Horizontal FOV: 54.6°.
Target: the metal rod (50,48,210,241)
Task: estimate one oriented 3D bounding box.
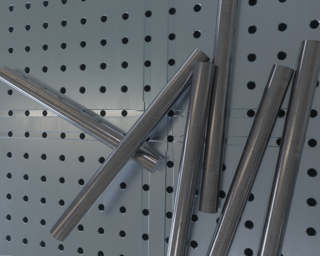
[{"bbox_3d":[-0.040,0.023,0.400,0.025,0.025,0.300,39,92,16],"label":"metal rod"}]

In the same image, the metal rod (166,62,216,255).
[{"bbox_3d":[0.034,0.069,0.390,0.025,0.025,0.298,10,97,20],"label":"metal rod"}]

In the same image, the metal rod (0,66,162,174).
[{"bbox_3d":[-0.129,-0.019,0.458,0.300,0.025,0.025,29,100,17],"label":"metal rod"}]

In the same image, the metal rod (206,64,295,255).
[{"bbox_3d":[0.099,0.071,0.377,0.025,0.025,0.298,20,96,19],"label":"metal rod"}]

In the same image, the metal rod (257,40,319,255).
[{"bbox_3d":[0.147,0.050,0.360,0.025,0.025,0.298,11,94,19],"label":"metal rod"}]

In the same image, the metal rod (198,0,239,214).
[{"bbox_3d":[0.074,-0.045,0.386,0.025,0.025,0.298,6,92,20],"label":"metal rod"}]
